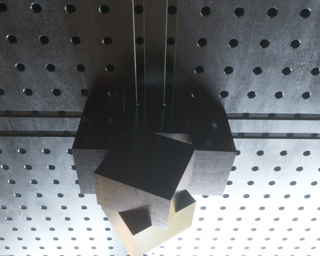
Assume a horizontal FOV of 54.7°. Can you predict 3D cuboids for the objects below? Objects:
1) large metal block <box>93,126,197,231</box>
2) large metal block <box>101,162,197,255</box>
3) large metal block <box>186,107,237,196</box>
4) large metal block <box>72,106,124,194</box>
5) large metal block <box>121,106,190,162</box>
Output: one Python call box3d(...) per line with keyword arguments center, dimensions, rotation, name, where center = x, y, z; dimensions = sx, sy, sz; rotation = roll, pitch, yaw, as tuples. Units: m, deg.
box3d(center=(-0.014, 0.051, 0.335), dimensions=(0.080, 0.080, 0.050), rotation=(17, 131, 15), name="large metal block")
box3d(center=(-0.016, 0.091, 0.365), dimensions=(0.081, 0.080, 0.050), rotation=(-21, 136, -27), name="large metal block")
box3d(center=(0.058, 0.030, 0.402), dimensions=(0.050, 0.080, 0.079), rotation=(3, 130, -3), name="large metal block")
box3d(center=(-0.074, 0.028, 0.399), dimensions=(0.050, 0.080, 0.079), rotation=(1, 130, -2), name="large metal block")
box3d(center=(-0.007, 0.020, 0.409), dimensions=(0.081, 0.050, 0.079), rotation=(2, 130, -2), name="large metal block")
